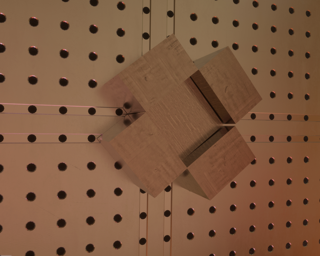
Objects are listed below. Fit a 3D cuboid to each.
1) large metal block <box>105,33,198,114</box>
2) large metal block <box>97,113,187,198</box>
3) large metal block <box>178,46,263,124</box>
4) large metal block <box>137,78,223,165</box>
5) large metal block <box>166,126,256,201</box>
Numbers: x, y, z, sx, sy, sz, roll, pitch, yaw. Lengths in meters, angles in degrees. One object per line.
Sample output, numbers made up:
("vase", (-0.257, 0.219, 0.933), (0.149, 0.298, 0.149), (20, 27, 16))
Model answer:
("large metal block", (-0.014, -0.062, 0.378), (0.080, 0.080, 0.050), (-40, 103, -15))
("large metal block", (-0.025, 0.030, 0.374), (0.050, 0.080, 0.080), (-41, 103, -15))
("large metal block", (0.073, -0.052, 0.410), (0.050, 0.080, 0.080), (-41, 103, -16))
("large metal block", (0.020, -0.011, 0.405), (0.080, 0.050, 0.080), (-40, 101, -14))
("large metal block", (0.061, 0.041, 0.407), (0.080, 0.080, 0.050), (-39, 103, -16))
